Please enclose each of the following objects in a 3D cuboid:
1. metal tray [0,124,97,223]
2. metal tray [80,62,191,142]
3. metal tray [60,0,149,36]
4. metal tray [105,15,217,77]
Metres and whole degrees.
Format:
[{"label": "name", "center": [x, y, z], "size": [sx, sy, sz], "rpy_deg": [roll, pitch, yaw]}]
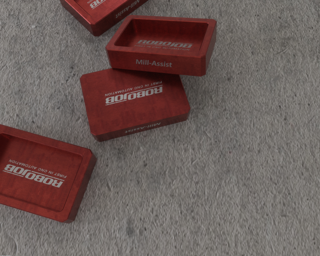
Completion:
[{"label": "metal tray", "center": [-0.156, 0.056, 0.383], "size": [0.131, 0.030, 0.090], "rpy_deg": [15, 71, 5]}, {"label": "metal tray", "center": [-0.034, -0.041, 0.420], "size": [0.131, 0.030, 0.090], "rpy_deg": [-14, 71, -5]}, {"label": "metal tray", "center": [-0.080, -0.213, 0.482], "size": [0.130, 0.030, 0.090], "rpy_deg": [-41, 75, -14]}, {"label": "metal tray", "center": [0.004, -0.114, 0.418], "size": [0.130, 0.030, 0.090], "rpy_deg": [8, 49, 15]}]
